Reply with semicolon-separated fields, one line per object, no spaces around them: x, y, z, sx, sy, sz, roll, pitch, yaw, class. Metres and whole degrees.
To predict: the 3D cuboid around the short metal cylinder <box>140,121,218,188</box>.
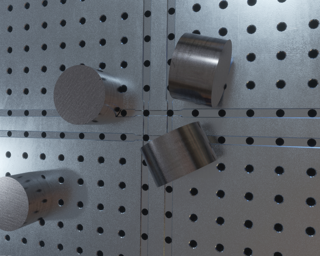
0.023;0.032;0.375;0.080;0.080;0.050;-28;81;18;short metal cylinder

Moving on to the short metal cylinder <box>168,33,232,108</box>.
0.049;-0.068;0.366;0.050;0.080;0.080;16;95;19;short metal cylinder

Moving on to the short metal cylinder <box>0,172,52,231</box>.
-0.215;0.111;0.475;0.080;0.050;0.079;0;90;20;short metal cylinder

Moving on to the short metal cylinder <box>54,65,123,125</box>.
-0.100;-0.044;0.434;0.080;0.050;0.079;0;90;20;short metal cylinder
